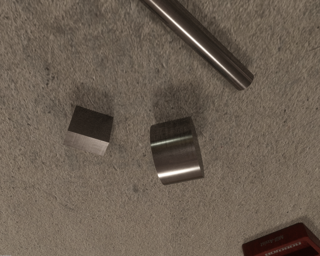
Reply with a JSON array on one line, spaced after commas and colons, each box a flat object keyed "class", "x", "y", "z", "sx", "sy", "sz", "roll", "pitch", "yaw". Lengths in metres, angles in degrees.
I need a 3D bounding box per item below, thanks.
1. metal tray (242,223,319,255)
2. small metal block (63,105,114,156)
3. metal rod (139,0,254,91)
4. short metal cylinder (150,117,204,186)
[{"class": "metal tray", "x": 0.243, "y": 0.241, "z": 0.612, "sx": 0.130, "sy": 0.030, "sz": 0.090, "roll": -33, "pitch": 123, "yaw": 24}, {"class": "small metal block", "x": -0.089, "y": 0.003, "z": 0.392, "sx": 0.050, "sy": 0.050, "sz": 0.025, "roll": 18, "pitch": 128, "yaw": -15}, {"class": "metal rod", "x": -0.011, "y": -0.131, "z": 0.295, "sx": 0.301, "sy": 0.025, "sz": 0.025, "roll": 35, "pitch": 122, "yaw": -27}, {"class": "short metal cylinder", "x": 0.023, "y": 0.029, "z": 0.397, "sx": 0.050, "sy": 0.080, "sz": 0.080, "roll": -13, "pitch": 129, "yaw": 10}]
